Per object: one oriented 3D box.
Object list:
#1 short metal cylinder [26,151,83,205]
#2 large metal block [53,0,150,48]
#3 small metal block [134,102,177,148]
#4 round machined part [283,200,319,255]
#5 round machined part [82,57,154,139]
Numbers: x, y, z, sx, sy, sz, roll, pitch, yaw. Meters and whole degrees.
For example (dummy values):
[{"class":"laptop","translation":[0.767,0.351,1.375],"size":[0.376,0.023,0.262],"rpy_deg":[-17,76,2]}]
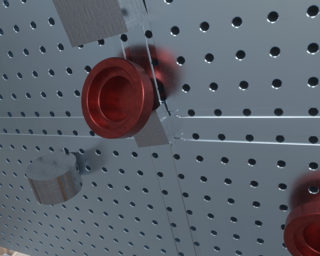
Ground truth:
[{"class":"short metal cylinder","translation":[-0.175,0.082,0.519],"size":[0.080,0.080,0.050],"rpy_deg":[7,122,24]},{"class":"large metal block","translation":[-0.069,-0.143,0.343],"size":[0.080,0.050,0.080],"rpy_deg":[-5,116,30]},{"class":"small metal block","translation":[-0.012,-0.004,0.415],"size":[0.050,0.025,0.050],"rpy_deg":[-9,114,32]},{"class":"round machined part","translation":[0.202,0.125,0.371],"size":[0.098,0.042,0.097],"rpy_deg":[13,124,21]},{"class":"round machined part","translation":[-0.048,-0.035,0.386],"size":[0.098,0.042,0.097],"rpy_deg":[-1,89,32]}]
